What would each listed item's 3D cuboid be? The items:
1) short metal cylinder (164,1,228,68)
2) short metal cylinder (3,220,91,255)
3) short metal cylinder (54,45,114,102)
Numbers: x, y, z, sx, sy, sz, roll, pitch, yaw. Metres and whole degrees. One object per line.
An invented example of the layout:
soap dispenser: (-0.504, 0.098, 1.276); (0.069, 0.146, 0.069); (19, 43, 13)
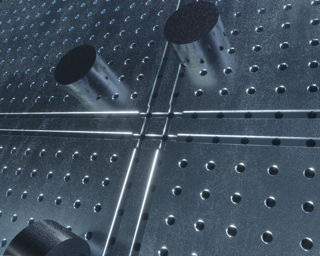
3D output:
short metal cylinder: (0.052, -0.134, 0.446); (0.080, 0.050, 0.080); (-13, 56, 20)
short metal cylinder: (-0.125, 0.150, 0.345); (0.050, 0.080, 0.080); (16, 70, 34)
short metal cylinder: (-0.124, -0.090, 0.510); (0.080, 0.050, 0.080); (-13, 56, 20)
